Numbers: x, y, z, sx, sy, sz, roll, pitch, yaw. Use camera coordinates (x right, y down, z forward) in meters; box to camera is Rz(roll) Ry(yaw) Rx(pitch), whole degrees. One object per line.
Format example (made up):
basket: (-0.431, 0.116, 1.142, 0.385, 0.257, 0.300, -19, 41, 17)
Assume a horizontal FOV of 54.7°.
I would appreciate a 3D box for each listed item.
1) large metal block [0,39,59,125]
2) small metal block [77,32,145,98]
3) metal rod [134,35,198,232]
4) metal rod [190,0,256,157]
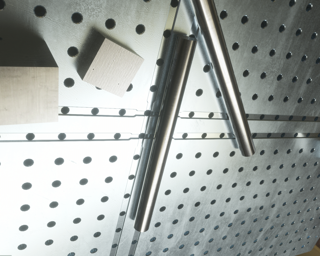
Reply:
large metal block: (-0.138, -0.043, 0.273, 0.081, 0.080, 0.050, -5, 121, -26)
small metal block: (-0.054, -0.068, 0.340, 0.050, 0.025, 0.050, 22, 106, -36)
metal rod: (0.001, 0.025, 0.427, 0.025, 0.025, 0.298, -1, 119, -28)
metal rod: (0.090, -0.064, 0.420, 0.025, 0.025, 0.299, -34, 129, -6)
